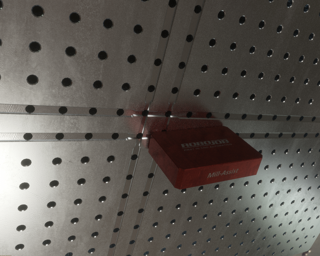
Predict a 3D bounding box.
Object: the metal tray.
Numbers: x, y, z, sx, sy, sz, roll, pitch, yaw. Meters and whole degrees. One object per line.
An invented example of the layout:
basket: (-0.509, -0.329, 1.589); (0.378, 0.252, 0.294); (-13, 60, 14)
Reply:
metal tray: (0.061, 0.035, 0.426); (0.131, 0.090, 0.030); (-5, 121, -26)
